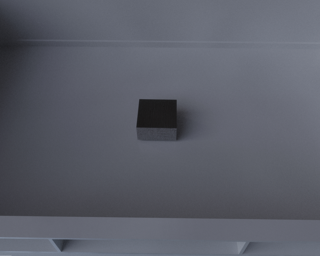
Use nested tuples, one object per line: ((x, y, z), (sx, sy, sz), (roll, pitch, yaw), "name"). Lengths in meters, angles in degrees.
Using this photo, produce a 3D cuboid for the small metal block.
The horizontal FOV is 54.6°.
((-0.003, -0.011, 0.410), (0.050, 0.025, 0.050), (1, 50, 1), "small metal block")
